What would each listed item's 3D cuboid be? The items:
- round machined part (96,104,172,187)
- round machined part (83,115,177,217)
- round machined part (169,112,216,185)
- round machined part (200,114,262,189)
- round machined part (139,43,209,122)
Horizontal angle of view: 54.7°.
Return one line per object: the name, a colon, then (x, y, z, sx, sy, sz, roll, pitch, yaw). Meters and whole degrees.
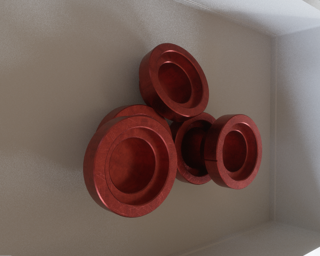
round machined part: (-0.035, 0.022, 0.364, 0.099, 0.042, 0.097, 0, 90, -40)
round machined part: (-0.032, 0.036, 0.312, 0.099, 0.042, 0.097, 0, 90, -40)
round machined part: (0.042, 0.027, 0.429, 0.099, 0.042, 0.097, 0, 90, -40)
round machined part: (0.092, 0.031, 0.416, 0.099, 0.042, 0.097, 0, 90, -40)
round machined part: (0.013, -0.053, 0.391, 0.099, 0.042, 0.098, 18, 61, -35)
